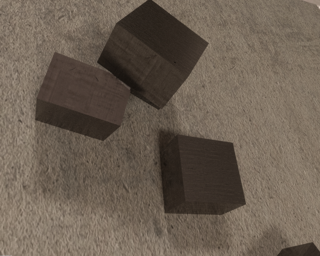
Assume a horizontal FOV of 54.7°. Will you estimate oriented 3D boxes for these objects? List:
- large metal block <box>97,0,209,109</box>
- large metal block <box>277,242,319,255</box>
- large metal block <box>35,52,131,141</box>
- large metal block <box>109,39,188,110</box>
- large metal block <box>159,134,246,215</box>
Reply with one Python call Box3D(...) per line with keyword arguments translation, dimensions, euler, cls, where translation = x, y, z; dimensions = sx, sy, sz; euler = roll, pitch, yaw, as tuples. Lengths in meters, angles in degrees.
Box3D(translation=(-0.004, -0.080, 0.325), dimensions=(0.080, 0.050, 0.080), euler=(36, 42, -5), cls="large metal block")
Box3D(translation=(0.167, 0.196, 0.361), dimensions=(0.081, 0.050, 0.080), euler=(-26, 76, -37), cls="large metal block")
Box3D(translation=(-0.084, -0.028, 0.335), dimensions=(0.081, 0.080, 0.050), euler=(19, 70, -18), cls="large metal block")
Box3D(translation=(-0.011, -0.082, 0.414), dimensions=(0.080, 0.080, 0.050), euler=(31, 52, -9), cls="large metal block")
Box3D(translation=(0.049, 0.060, 0.380), dimensions=(0.081, 0.050, 0.080), euler=(9, 58, -24), cls="large metal block")
